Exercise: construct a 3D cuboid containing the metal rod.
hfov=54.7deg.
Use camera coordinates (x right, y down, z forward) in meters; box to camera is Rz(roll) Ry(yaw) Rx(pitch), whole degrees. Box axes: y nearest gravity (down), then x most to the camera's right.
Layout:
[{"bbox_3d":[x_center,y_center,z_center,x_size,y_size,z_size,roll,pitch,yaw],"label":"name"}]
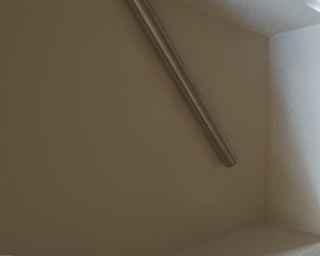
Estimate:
[{"bbox_3d":[0.041,-0.056,0.442,0.025,0.025,0.299,-49,119,-29],"label":"metal rod"}]
